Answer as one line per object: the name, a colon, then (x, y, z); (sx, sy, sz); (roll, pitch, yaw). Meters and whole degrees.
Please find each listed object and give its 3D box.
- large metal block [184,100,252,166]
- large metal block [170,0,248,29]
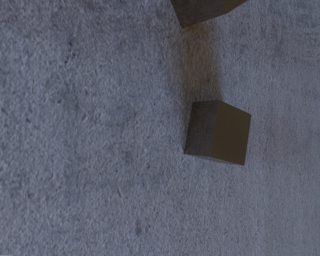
large metal block: (0.088, 0.009, 0.465); (0.081, 0.050, 0.080); (17, 79, -39)
large metal block: (0.073, -0.186, 0.432); (0.080, 0.080, 0.050); (-40, 115, -33)
